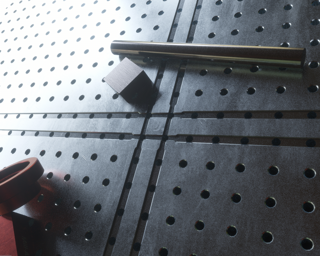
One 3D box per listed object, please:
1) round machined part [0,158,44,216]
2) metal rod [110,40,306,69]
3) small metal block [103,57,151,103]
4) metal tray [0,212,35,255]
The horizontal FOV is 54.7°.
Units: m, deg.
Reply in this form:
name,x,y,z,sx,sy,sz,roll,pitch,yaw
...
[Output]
name,x,y,z,sx,sy,sz,roll,pitch,yaw
round machined part,-0.208,0.084,0.432,0.098,0.042,0.098,-22,16,7
metal rod,0.047,-0.110,0.449,0.300,0.025,0.025,13,68,33
small metal block,-0.052,-0.075,0.480,0.050,0.025,0.050,-45,51,-4
metal tray,-0.207,0.185,0.397,0.090,0.030,0.130,-36,51,4
